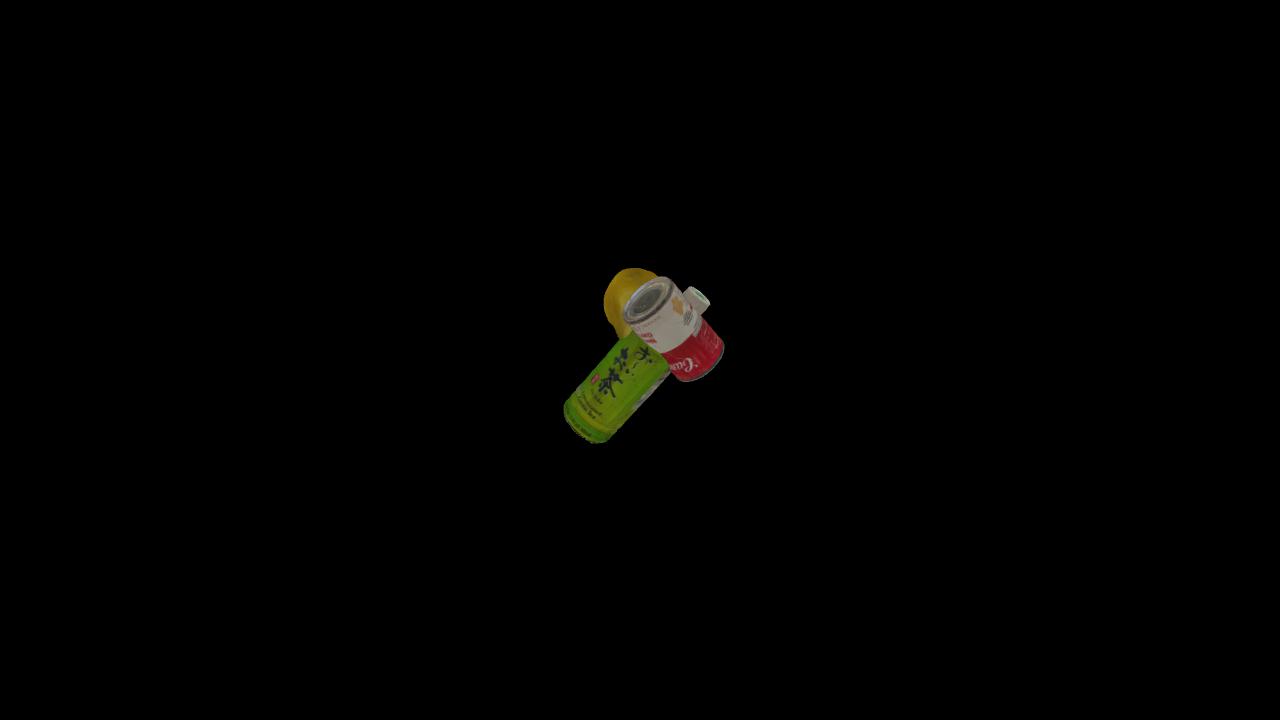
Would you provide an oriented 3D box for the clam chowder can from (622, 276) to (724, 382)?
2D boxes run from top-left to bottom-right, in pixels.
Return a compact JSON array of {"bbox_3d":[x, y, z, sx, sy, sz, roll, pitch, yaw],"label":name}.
[{"bbox_3d":[0.037,-0.033,0.669,0.068,0.068,0.102,0,-40,51],"label":"clam chowder can"}]

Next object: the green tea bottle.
[{"bbox_3d":[0.000,0.004,0.700,0.212,0.073,0.073,-47,-19,19],"label":"green tea bottle"}]

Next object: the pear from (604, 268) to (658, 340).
[{"bbox_3d":[-0.005,-0.047,0.708,0.080,0.111,0.080,3,-23,1],"label":"pear"}]
